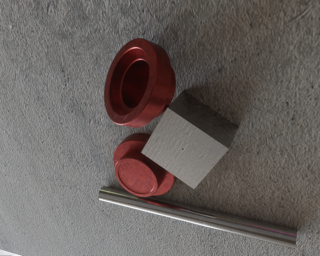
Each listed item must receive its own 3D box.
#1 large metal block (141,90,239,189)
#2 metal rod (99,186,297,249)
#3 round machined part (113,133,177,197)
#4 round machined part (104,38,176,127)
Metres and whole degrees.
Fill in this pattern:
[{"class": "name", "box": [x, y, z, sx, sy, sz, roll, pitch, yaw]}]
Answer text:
[{"class": "large metal block", "box": [0.036, 0.015, 0.380, 0.080, 0.050, 0.079, 35, 129, 5]}, {"class": "metal rod", "box": [0.040, 0.127, 0.463, 0.301, 0.025, 0.025, 7, 122, 24]}, {"class": "round machined part", "box": [-0.025, 0.060, 0.445, 0.098, 0.042, 0.097, 13, 124, 20]}, {"class": "round machined part", "box": [-0.020, -0.048, 0.353, 0.098, 0.042, 0.098, -15, 69, 47]}]
